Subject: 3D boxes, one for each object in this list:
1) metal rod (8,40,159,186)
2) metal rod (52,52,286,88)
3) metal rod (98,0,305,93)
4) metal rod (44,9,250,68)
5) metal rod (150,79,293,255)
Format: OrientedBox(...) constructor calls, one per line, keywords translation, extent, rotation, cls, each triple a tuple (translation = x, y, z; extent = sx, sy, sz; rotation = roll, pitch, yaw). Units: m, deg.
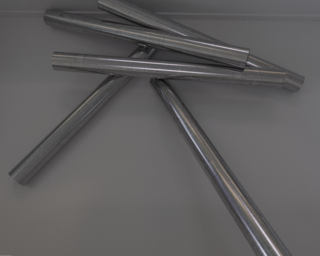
OrientedBox(translation=(-0.081, -0.044, 0.424), extent=(0.025, 0.025, 0.301), rotation=(39, 74, 13), cls="metal rod")
OrientedBox(translation=(0.011, -0.077, 0.410), extent=(0.302, 0.025, 0.025), rotation=(5, 70, 0), cls="metal rod")
OrientedBox(translation=(0.057, -0.120, 0.434), extent=(0.301, 0.025, 0.025), rotation=(23, 72, 0), cls="metal rod")
OrientedBox(translation=(-0.029, -0.128, 0.430), extent=(0.301, 0.025, 0.025), rotation=(16, 71, 16), cls="metal rod")
OrientedBox(translation=(0.052, 0.031, 0.335), extent=(0.025, 0.025, 0.300), rotation=(-22, 47, -8), cls="metal rod")
